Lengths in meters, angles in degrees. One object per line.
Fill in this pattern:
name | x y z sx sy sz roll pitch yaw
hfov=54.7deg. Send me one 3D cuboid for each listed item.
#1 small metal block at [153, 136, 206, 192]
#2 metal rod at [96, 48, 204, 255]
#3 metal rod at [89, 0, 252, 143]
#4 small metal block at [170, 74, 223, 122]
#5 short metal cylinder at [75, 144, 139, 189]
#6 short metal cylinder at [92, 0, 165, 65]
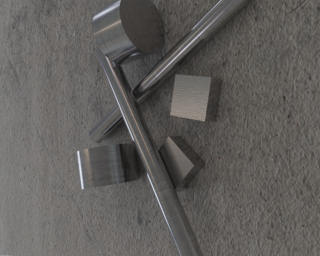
small metal block | 0.020 0.045 0.388 0.050 0.025 0.050 49 119 28
metal rod | -0.019 0.021 0.387 0.025 0.025 0.299 -37 68 34
metal rod | -0.004 -0.068 0.408 0.299 0.025 0.025 -40 66 32
small metal block | 0.043 -0.036 0.370 0.050 0.025 0.050 12 98 39
short metal cylinder | -0.073 0.053 0.429 0.080 0.081 0.050 -15 81 39
short metal cylinder | -0.039 -0.128 0.402 0.050 0.081 0.080 -10 83 39
